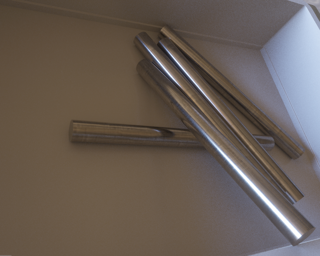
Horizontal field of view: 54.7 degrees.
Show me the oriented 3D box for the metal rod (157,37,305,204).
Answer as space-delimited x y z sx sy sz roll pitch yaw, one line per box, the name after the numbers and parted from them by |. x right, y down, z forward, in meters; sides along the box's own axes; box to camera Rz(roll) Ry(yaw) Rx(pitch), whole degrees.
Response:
0.088 -0.021 0.441 0.025 0.025 0.299 -21 65 -36 | metal rod

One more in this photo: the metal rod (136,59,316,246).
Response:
0.050 0.002 0.359 0.025 0.025 0.300 -9 43 -32 | metal rod

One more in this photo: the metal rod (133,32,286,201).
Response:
0.057 -0.026 0.427 0.025 0.025 0.300 -23 66 -37 | metal rod

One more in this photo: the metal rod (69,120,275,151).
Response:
0.034 0.013 0.417 0.302 0.025 0.025 5 60 -26 | metal rod

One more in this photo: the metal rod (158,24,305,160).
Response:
0.115 -0.059 0.505 0.300 0.025 0.025 42 51 1 | metal rod
